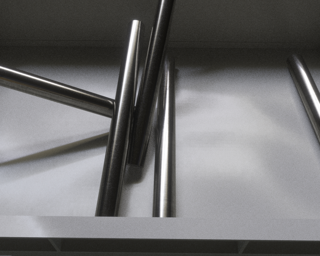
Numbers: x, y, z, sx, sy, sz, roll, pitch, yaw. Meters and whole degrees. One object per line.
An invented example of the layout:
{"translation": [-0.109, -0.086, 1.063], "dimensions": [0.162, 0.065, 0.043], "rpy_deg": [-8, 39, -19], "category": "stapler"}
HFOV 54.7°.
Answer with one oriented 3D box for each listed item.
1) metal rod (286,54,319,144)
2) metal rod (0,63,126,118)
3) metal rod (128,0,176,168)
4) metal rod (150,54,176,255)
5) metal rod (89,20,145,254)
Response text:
{"translation": [0.216, 0.005, 0.401], "dimensions": [0.025, 0.025, 0.300], "rpy_deg": [0, 50, 0], "category": "metal rod"}
{"translation": [-0.153, -0.052, 0.370], "dimensions": [0.302, 0.025, 0.025], "rpy_deg": [17, 48, -18], "category": "metal rod"}
{"translation": [-0.005, -0.098, 0.406], "dimensions": [0.025, 0.025, 0.299], "rpy_deg": [9, 76, 7], "category": "metal rod"}
{"translation": [0.007, 0.007, 0.398], "dimensions": [0.025, 0.025, 0.300], "rpy_deg": [1, 50, 1], "category": "metal rod"}
{"translation": [-0.045, -0.011, 0.371], "dimensions": [0.025, 0.025, 0.299], "rpy_deg": [4, 63, 3], "category": "metal rod"}
